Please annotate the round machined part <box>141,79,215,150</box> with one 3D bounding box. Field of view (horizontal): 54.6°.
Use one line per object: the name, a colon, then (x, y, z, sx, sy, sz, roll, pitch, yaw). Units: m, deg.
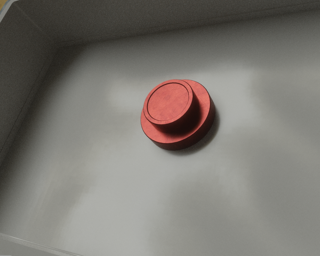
round machined part: (0.018, -0.024, 0.401, 0.098, 0.042, 0.098, -13, 56, 21)
